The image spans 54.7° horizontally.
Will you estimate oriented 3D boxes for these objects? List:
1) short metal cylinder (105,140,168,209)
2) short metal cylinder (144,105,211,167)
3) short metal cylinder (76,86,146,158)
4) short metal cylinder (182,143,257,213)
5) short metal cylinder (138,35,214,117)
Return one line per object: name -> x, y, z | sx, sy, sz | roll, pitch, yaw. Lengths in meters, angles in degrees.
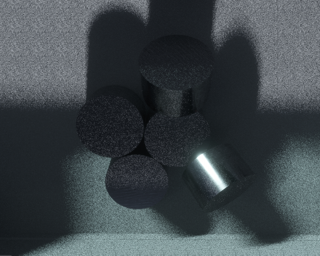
short metal cylinder -> -0.030, 0.061, 0.418 | 0.081, 0.050, 0.079 | 0, 110, -1
short metal cylinder -> 0.021, 0.003, 0.397 | 0.081, 0.050, 0.079 | 0, 110, -1
short metal cylinder -> -0.059, -0.009, 0.391 | 0.081, 0.050, 0.079 | 0, 110, -1
short metal cylinder -> 0.076, 0.065, 0.399 | 0.081, 0.050, 0.080 | -25, 149, -16
short metal cylinder -> 0.018, -0.059, 0.351 | 0.081, 0.080, 0.050 | -3, 149, 0
